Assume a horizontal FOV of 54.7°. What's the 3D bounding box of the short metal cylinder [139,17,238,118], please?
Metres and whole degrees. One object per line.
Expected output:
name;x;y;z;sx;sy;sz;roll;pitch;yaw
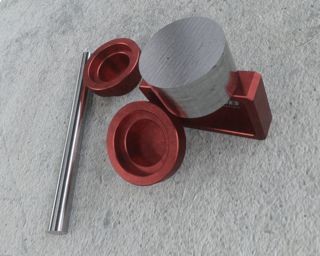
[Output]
short metal cylinder;0.028;-0.056;0.290;0.080;0.050;0.080;-13;56;20

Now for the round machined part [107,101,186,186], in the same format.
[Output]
round machined part;-0.012;0.017;0.371;0.098;0.042;0.097;0;91;30

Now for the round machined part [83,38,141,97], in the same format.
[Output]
round machined part;-0.067;-0.088;0.480;0.098;0.042;0.098;-13;56;20

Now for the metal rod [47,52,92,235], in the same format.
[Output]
metal rod;-0.127;0.004;0.466;0.025;0.025;0.299;-13;56;21

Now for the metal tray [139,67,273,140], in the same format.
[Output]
metal tray;0.052;-0.029;0.351;0.130;0.090;0.030;10;67;32
